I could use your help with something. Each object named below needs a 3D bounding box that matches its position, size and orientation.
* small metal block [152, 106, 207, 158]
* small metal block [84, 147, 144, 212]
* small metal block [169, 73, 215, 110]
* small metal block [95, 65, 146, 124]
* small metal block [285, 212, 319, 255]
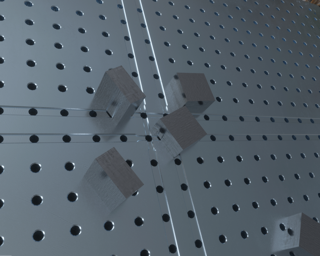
[{"bbox_3d":[0.027,0.004,0.420,0.050,0.025,0.050,-29,78,-37],"label":"small metal block"},{"bbox_3d":[-0.051,0.056,0.331,0.025,0.050,0.050,-34,81,-38],"label":"small metal block"},{"bbox_3d":[0.048,-0.055,0.467,0.050,0.025,0.050,-4,64,-30],"label":"small metal block"},{"bbox_3d":[-0.051,-0.041,0.389,0.025,0.050,0.050,-32,79,-38],"label":"small metal block"},{"bbox_3d":[0.202,0.152,0.423,0.050,0.025,0.050,32,52,-7],"label":"small metal block"}]
